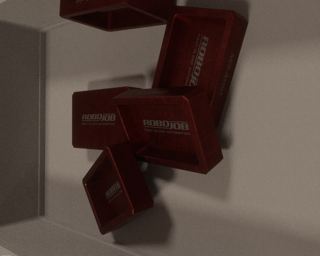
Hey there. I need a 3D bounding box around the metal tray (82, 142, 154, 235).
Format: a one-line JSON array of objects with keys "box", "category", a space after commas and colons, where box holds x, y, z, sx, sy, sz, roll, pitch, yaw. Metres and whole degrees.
[{"box": [-0.064, 0.087, 0.427, 0.129, 0.030, 0.090, -47, 62, 50], "category": "metal tray"}]

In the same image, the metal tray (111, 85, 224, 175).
[{"box": [0.004, 0.000, 0.364, 0.130, 0.030, 0.089, 4, 119, 47], "category": "metal tray"}]

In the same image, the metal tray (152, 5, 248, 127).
[{"box": [0.040, -0.073, 0.368, 0.090, 0.030, 0.129, 23, 104, 37], "category": "metal tray"}]

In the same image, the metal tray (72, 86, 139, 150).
[{"box": [-0.082, -0.013, 0.469, 0.130, 0.030, 0.089, 1, 90, 39], "category": "metal tray"}]

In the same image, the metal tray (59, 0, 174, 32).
[{"box": [-0.058, -0.158, 0.410, 0.130, 0.091, 0.030, 8, 95, 39], "category": "metal tray"}]
